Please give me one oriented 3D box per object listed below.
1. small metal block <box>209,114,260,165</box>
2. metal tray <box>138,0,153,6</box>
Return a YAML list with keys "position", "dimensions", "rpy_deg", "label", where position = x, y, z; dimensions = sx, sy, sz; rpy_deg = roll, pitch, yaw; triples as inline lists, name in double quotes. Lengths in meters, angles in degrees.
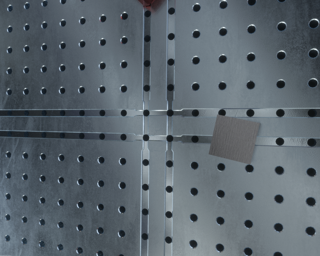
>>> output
- position: [0.092, 0.013, 0.380]
  dimensions: [0.050, 0.025, 0.050]
  rpy_deg: [13, 94, 19]
  label: "small metal block"
- position: [-0.037, -0.244, 0.422]
  dimensions: [0.130, 0.030, 0.090]
  rpy_deg: [46, 104, 14]
  label: "metal tray"
